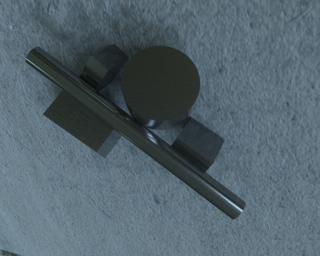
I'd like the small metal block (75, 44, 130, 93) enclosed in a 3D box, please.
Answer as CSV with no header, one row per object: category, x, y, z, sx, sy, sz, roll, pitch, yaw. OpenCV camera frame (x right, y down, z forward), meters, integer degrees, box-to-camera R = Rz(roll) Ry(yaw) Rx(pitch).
small metal block,-0.071,-0.072,0.384,0.025,0.050,0.050,44,129,-2

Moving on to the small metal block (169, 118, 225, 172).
small metal block,0.045,0.021,0.377,0.050,0.050,0.025,35,129,4

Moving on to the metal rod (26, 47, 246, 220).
metal rod,-0.030,0.004,0.361,0.300,0.025,0.025,37,129,3

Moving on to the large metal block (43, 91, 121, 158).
large metal block,-0.096,-0.006,0.414,0.080,0.050,0.080,35,169,4

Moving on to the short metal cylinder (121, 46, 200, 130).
short metal cylinder,0.000,-0.041,0.338,0.080,0.080,0.050,34,170,5
